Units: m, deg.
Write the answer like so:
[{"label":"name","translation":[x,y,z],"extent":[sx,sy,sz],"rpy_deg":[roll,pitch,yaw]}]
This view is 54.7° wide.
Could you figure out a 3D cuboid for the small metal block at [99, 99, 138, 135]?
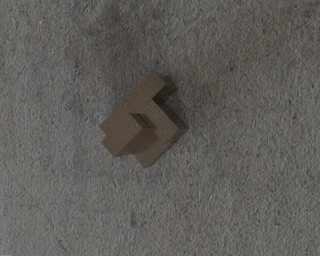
[{"label":"small metal block","translation":[-0.044,-0.010,0.411],"extent":[0.050,0.050,0.025],"rpy_deg":[-45,76,14]}]

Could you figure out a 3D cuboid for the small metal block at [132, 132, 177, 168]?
[{"label":"small metal block","translation":[-0.015,0.018,0.415],"extent":[0.050,0.025,0.050],"rpy_deg":[-44,77,14]}]

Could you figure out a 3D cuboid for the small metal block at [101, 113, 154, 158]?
[{"label":"small metal block","translation":[-0.036,0.008,0.382],"extent":[0.050,0.050,0.025],"rpy_deg":[-45,76,14]}]

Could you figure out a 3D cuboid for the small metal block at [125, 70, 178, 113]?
[{"label":"small metal block","translation":[-0.010,-0.044,0.399],"extent":[0.050,0.050,0.025],"rpy_deg":[-45,76,14]}]

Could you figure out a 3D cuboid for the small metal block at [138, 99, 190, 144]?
[{"label":"small metal block","translation":[0.006,-0.008,0.394],"extent":[0.025,0.050,0.050],"rpy_deg":[-45,77,14]}]
